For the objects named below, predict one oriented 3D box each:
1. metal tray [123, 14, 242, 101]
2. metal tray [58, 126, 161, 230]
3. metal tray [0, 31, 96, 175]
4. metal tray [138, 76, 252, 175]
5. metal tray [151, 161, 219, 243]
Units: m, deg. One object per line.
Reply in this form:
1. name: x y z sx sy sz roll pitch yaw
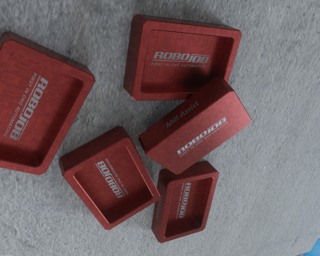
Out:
1. metal tray: 0.027 -0.080 0.370 0.131 0.030 0.089 -3 120 -27
2. metal tray: -0.062 0.071 0.414 0.090 0.030 0.129 -30 129 -10
3. metal tray: -0.137 -0.019 0.317 0.091 0.030 0.129 22 107 -37
4. metal tray: 0.048 0.002 0.407 0.130 0.030 0.090 -37 142 10
5. metal tray: 0.039 0.120 0.501 0.091 0.030 0.129 -7 122 -25
